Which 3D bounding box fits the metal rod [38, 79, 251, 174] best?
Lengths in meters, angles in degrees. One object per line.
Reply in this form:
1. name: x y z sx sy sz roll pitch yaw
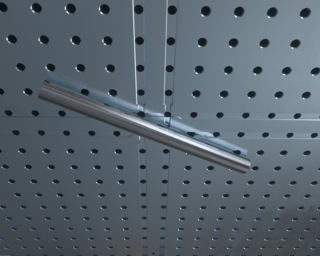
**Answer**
1. metal rod: -0.007 0.005 0.416 0.302 0.025 0.025 21 127 -18
